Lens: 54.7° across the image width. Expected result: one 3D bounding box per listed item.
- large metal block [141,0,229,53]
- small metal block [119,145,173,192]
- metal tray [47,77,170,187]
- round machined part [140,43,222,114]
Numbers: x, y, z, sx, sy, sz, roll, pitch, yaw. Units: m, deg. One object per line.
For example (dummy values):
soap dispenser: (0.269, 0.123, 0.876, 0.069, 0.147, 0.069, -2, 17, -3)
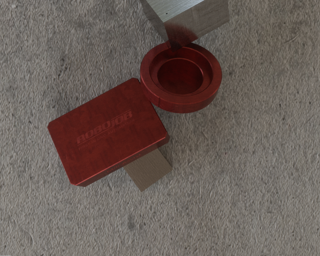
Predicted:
large metal block: (0.027, -0.153, 0.380, 0.080, 0.050, 0.080, -29, 60, -1)
small metal block: (-0.018, 0.048, 0.410, 0.050, 0.025, 0.050, -36, 91, 0)
metal tray: (-0.065, 0.006, 0.393, 0.130, 0.030, 0.090, -28, 73, 1)
round machined part: (0.024, -0.059, 0.388, 0.099, 0.042, 0.098, 2, 60, -3)
